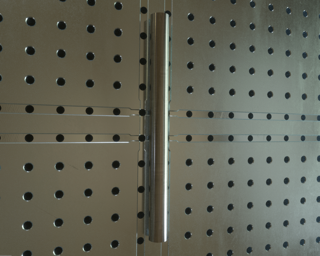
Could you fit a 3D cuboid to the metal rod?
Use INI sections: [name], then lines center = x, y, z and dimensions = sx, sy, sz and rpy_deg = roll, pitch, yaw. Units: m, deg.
[metal rod]
center = -0.001, -0.001, 0.413
dimensions = 0.025, 0.025, 0.298
rpy_deg = 0, 90, -20
